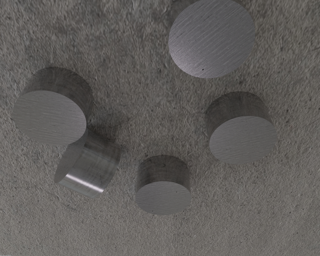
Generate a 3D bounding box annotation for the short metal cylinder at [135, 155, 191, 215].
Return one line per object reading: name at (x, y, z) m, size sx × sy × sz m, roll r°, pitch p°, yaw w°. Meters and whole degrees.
short metal cylinder at (0.005, 0.086, 0.464) m, size 0.081 × 0.050 × 0.079 m, roll 0°, pitch 130°, yaw 0°

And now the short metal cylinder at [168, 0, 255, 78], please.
short metal cylinder at (0.048, -0.097, 0.308) m, size 0.081 × 0.050 × 0.079 m, roll 0°, pitch 130°, yaw 0°

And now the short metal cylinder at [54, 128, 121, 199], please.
short metal cylinder at (-0.095, 0.046, 0.409) m, size 0.050 × 0.080 × 0.080 m, roll 32°, pitch 123°, yaw -24°

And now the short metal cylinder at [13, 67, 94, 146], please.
short metal cylinder at (-0.124, -0.025, 0.368) m, size 0.081 × 0.050 × 0.079 m, roll 0°, pitch 130°, yaw 0°

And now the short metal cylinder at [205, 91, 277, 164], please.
short metal cylinder at (0.100, 0.001, 0.392) m, size 0.081 × 0.050 × 0.079 m, roll 0°, pitch 130°, yaw 0°
